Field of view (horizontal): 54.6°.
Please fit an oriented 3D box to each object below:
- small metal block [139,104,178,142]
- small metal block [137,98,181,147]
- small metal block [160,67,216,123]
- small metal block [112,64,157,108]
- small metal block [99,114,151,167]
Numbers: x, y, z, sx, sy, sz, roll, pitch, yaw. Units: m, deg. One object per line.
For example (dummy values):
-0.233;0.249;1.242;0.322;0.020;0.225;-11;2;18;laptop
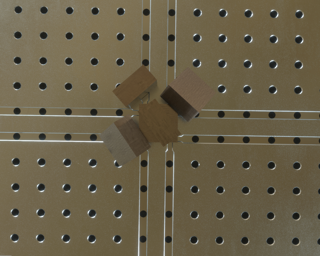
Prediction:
-0.002;-0.006;0.413;0.050;0.025;0.050;1;90;-1;small metal block
-0.001;-0.006;0.376;0.025;0.050;0.050;-36;91;-1;small metal block
0.037;-0.044;0.400;0.050;0.025;0.050;43;50;0;small metal block
-0.031;-0.052;0.401;0.050;0.050;0.025;-41;90;0;small metal block
-0.046;0.017;0.398;0.025;0.050;0.050;-34;90;-37;small metal block
